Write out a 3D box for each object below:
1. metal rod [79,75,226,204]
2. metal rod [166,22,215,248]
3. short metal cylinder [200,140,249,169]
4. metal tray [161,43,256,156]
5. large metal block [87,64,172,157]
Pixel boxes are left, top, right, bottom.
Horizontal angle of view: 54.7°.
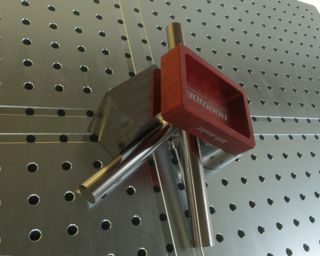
[{"bbox_3d":[0.014,-0.004,0.420,0.025,0.025,0.302,47,51,4],"label":"metal rod"},{"bbox_3d":[0.036,-0.005,0.403,0.025,0.025,0.299,4,69,-27],"label":"metal rod"},{"bbox_3d":[0.081,0.011,0.430,0.081,0.050,0.080,14,56,-21],"label":"short metal cylinder"},{"bbox_3d":[0.058,-0.030,0.366,0.131,0.030,0.090,26,50,-36],"label":"metal tray"},{"bbox_3d":[-0.030,-0.019,0.369,0.050,0.080,0.080,47,51,4],"label":"large metal block"}]
